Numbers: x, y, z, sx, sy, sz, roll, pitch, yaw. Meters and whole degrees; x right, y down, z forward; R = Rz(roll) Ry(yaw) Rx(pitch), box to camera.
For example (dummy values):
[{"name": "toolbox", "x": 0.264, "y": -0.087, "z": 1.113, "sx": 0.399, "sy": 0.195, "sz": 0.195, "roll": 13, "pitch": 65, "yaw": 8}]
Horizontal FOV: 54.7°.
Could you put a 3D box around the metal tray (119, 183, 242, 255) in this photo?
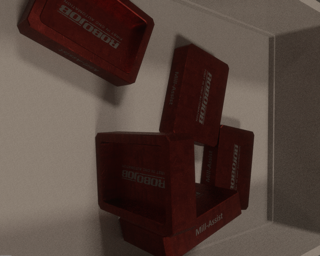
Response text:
[{"name": "metal tray", "x": 0.028, "y": 0.110, "z": 0.389, "sx": 0.131, "sy": 0.090, "sz": 0.030, "roll": -18, "pitch": 102, "yaw": -39}]

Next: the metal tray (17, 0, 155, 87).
[{"name": "metal tray", "x": -0.073, "y": -0.114, "z": 0.342, "sx": 0.131, "sy": 0.030, "sz": 0.090, "roll": 27, "pitch": 73, "yaw": -37}]

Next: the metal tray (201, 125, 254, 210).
[{"name": "metal tray", "x": 0.109, "y": 0.064, "z": 0.498, "sx": 0.091, "sy": 0.030, "sz": 0.129, "roll": 11, "pitch": 83, "yaw": -40}]

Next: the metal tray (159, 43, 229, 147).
[{"name": "metal tray", "x": 0.053, "y": -0.044, "z": 0.450, "sx": 0.091, "sy": 0.030, "sz": 0.129, "roll": 18, "pitch": 79, "yaw": -39}]

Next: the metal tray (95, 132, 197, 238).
[{"name": "metal tray", "x": -0.021, "y": 0.050, "z": 0.323, "sx": 0.030, "sy": 0.130, "sz": 0.089, "roll": -4, "pitch": 93, "yaw": -40}]
